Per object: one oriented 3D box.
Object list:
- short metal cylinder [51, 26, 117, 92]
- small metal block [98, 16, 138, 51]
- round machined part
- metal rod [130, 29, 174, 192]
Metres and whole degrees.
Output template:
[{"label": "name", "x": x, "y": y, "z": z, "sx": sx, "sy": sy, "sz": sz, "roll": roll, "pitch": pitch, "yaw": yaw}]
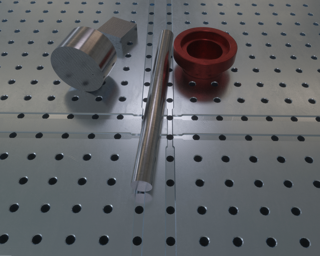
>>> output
[{"label": "short metal cylinder", "x": -0.111, "y": -0.100, "z": 0.455, "sx": 0.080, "sy": 0.080, "sz": 0.050, "roll": 13, "pitch": 51, "yaw": 10}, {"label": "small metal block", "x": -0.075, "y": -0.168, "z": 0.548, "sx": 0.050, "sy": 0.025, "sz": 0.050, "roll": 23, "pitch": 54, "yaw": 18}, {"label": "round machined part", "x": 0.070, "y": -0.116, "z": 0.495, "sx": 0.099, "sy": 0.042, "sz": 0.098, "roll": 0, "pitch": 50, "yaw": 0}, {"label": "metal rod", "x": -0.005, "y": -0.048, "z": 0.447, "sx": 0.025, "sy": 0.025, "sz": 0.300, "roll": 5, "pitch": 50, "yaw": 4}]
